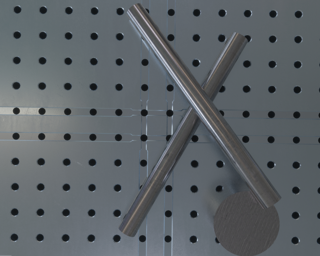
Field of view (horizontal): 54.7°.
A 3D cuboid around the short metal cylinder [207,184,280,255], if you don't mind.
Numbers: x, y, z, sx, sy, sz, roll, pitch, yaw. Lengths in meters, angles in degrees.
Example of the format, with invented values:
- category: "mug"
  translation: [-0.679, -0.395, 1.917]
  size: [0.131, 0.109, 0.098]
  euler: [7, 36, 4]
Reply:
- category: "short metal cylinder"
  translation: [0.105, 0.116, 0.402]
  size: [0.081, 0.050, 0.080]
  euler: [0, 90, 0]

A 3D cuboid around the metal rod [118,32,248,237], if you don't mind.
- category: "metal rod"
  translation: [0.031, 0.009, 0.413]
  size: [0.025, 0.025, 0.299]
  euler: [30, 90, 0]

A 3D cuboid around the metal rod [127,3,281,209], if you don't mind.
- category: "metal rod"
  translation: [0.049, -0.035, 0.388]
  size: [0.025, 0.025, 0.299]
  euler: [-34, 80, 0]
